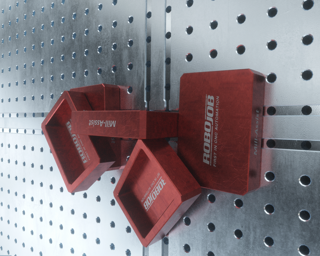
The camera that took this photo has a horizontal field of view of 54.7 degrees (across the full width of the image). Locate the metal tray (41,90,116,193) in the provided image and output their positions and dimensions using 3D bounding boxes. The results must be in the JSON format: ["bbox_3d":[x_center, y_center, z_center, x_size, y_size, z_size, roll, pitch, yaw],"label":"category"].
[{"bbox_3d":[-0.127,0.019,0.466,0.090,0.030,0.130,-45,64,30],"label":"metal tray"}]

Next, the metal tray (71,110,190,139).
[{"bbox_3d":[-0.039,-0.006,0.396,0.130,0.091,0.030,2,92,39],"label":"metal tray"}]

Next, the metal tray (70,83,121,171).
[{"bbox_3d":[-0.104,0.000,0.490,0.090,0.030,0.129,-1,90,40],"label":"metal tray"}]

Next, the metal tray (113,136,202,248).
[{"bbox_3d":[-0.010,0.080,0.388,0.090,0.030,0.129,53,138,26],"label":"metal tray"}]

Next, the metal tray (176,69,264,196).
[{"bbox_3d":[0.065,0.002,0.350,0.090,0.030,0.129,4,92,39],"label":"metal tray"}]
